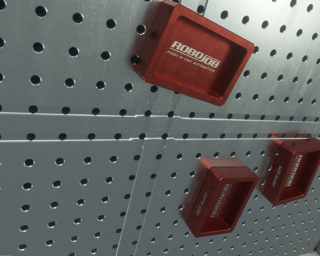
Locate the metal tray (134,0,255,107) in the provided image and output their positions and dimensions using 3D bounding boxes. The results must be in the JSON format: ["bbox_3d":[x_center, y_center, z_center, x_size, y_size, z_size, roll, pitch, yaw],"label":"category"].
[{"bbox_3d":[0.044,-0.085,0.378,0.131,0.030,0.090,14,111,-34],"label":"metal tray"}]

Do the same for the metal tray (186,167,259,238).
[{"bbox_3d":[0.110,0.131,0.547,0.091,0.030,0.129,4,117,-30],"label":"metal tray"}]

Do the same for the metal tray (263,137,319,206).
[{"bbox_3d":[0.261,0.085,0.601,0.091,0.030,0.129,-7,122,-25],"label":"metal tray"}]
